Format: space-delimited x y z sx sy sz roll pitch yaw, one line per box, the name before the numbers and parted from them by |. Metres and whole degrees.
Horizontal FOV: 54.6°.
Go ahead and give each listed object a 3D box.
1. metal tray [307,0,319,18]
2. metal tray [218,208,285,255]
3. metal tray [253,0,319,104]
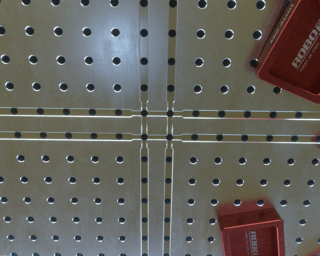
metal tray | 0.193 -0.136 0.329 0.130 0.090 0.030 42 102 -14
metal tray | 0.144 0.193 0.482 0.090 0.030 0.129 -10 110 3
metal tray | 0.182 -0.103 0.363 0.090 0.030 0.129 22 115 -5
